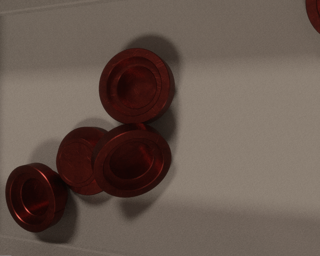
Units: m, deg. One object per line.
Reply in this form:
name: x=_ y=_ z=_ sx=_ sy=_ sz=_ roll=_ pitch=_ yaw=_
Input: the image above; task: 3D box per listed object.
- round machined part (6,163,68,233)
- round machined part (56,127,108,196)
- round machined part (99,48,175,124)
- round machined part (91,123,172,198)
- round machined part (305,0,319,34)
round machined part: x=-0.176 y=0.099 z=0.457 sx=0.098 sy=0.042 sz=0.097 roll=3 pitch=96 yaw=26
round machined part: x=-0.105 y=0.047 z=0.437 sx=0.098 sy=0.042 sz=0.097 roll=0 pitch=90 yaw=19
round machined part: x=-0.027 y=-0.052 z=0.409 sx=0.098 sy=0.042 sz=0.097 roll=-1 pitch=88 yaw=19
round machined part: x=-0.038 y=0.037 z=0.396 sx=0.098 sy=0.098 sz=0.042 roll=-56 pitch=32 yaw=11
round machined part: x=0.205 y=-0.137 z=0.313 sx=0.098 sy=0.042 sz=0.097 roll=26 pitch=136 yaw=28
